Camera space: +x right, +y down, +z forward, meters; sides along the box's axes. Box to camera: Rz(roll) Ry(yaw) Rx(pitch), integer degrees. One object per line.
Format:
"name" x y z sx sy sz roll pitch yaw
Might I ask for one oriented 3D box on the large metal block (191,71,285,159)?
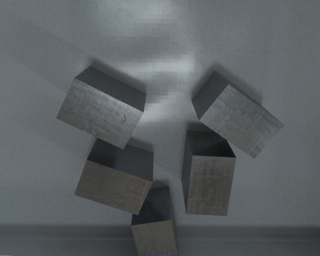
"large metal block" 0.090 -0.019 0.376 0.080 0.080 0.050 34 106 -12

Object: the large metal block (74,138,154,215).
"large metal block" -0.055 0.057 0.402 0.080 0.080 0.050 20 109 -8

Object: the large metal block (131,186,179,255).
"large metal block" -0.005 0.140 0.434 0.050 0.080 0.079 -9 110 3

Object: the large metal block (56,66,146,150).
"large metal block" -0.065 -0.028 0.371 0.080 0.080 0.050 26 108 -10

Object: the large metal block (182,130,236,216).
"large metal block" 0.059 0.056 0.403 0.050 0.080 0.079 3 110 -2
